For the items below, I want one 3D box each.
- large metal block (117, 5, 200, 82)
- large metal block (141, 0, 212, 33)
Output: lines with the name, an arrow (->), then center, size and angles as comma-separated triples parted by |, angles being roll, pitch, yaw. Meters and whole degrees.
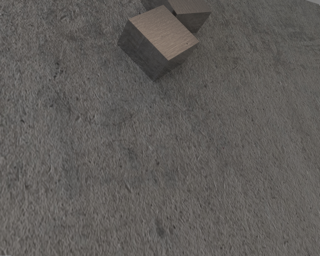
large metal block -> -0.002, -0.128, 0.464 | 0.080, 0.050, 0.080 | 47, 51, 4
large metal block -> 0.027, -0.208, 0.529 | 0.081, 0.050, 0.080 | -19, 72, -35
